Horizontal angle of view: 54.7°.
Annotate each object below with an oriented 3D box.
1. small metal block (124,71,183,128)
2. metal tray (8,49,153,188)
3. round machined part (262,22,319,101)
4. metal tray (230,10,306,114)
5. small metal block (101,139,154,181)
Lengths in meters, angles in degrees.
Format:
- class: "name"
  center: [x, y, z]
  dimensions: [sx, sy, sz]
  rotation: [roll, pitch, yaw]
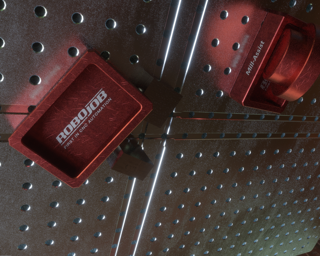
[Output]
- class: "small metal block"
  center: [-0.008, -0.034, 0.385]
  dimensions: [0.050, 0.025, 0.050]
  rotation: [27, 104, -37]
- class: "metal tray"
  center: [-0.084, -0.009, 0.338]
  dimensions: [0.090, 0.030, 0.130]
  rotation: [42, 95, -21]
- class: "round machined part"
  center: [0.167, -0.087, 0.395]
  dimensions: [0.042, 0.098, 0.097]
  rotation: [21, 111, -2]
- class: "metal tray"
  center: [0.166, -0.089, 0.443]
  dimensions: [0.091, 0.030, 0.129]
  rotation: [8, 115, -32]
- class: "small metal block"
  center: [-0.042, 0.036, 0.394]
  dimensions: [0.050, 0.050, 0.025]
  rotation: [29, 103, -38]
